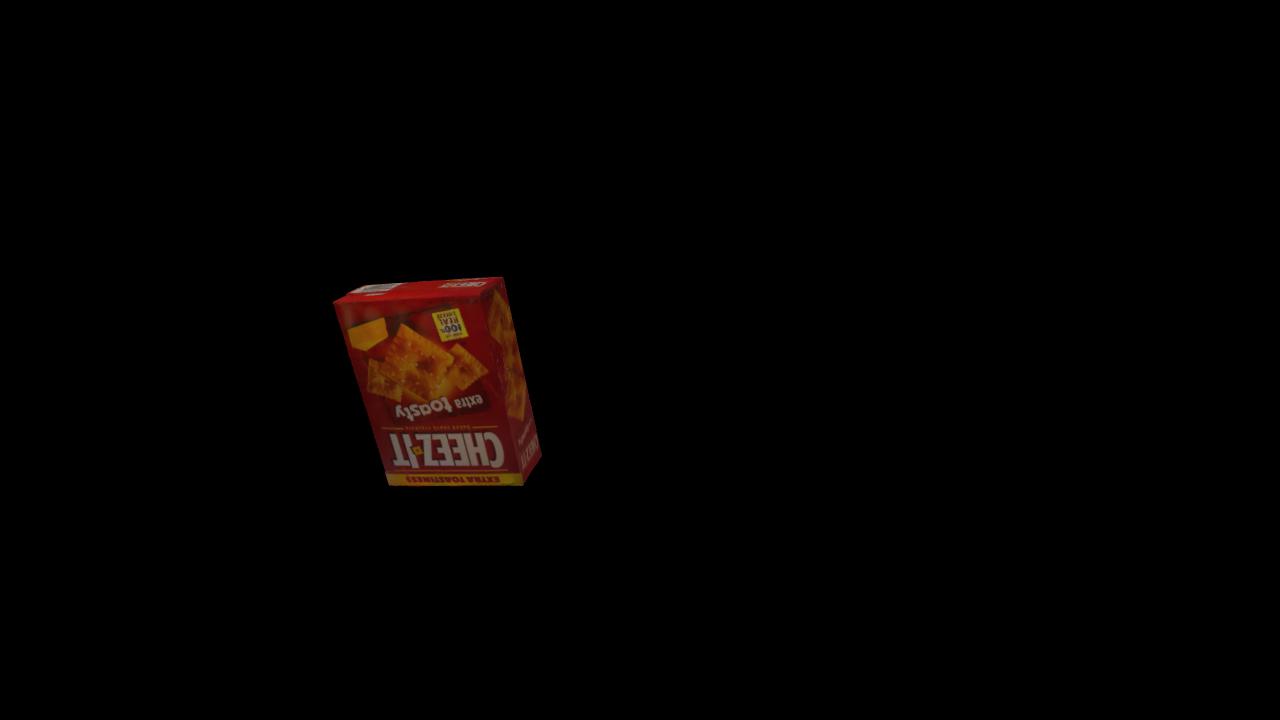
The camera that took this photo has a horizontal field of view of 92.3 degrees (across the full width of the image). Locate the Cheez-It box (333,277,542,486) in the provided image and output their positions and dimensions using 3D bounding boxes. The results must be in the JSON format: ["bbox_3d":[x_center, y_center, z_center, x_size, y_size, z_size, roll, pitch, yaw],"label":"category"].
[{"bbox_3d":[-0.211,0.028,0.662,0.166,0.223,0.071,-1,23,12],"label":"Cheez-It box"}]
